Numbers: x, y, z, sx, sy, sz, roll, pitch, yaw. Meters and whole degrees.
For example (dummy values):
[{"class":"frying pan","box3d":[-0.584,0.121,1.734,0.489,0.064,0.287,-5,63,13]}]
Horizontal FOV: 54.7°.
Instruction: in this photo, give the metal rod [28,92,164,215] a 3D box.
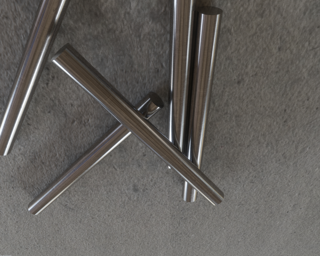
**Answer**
[{"class":"metal rod","box3d":[-0.106,0.049,0.447,0.025,0.025,0.299,35,122,-27]}]

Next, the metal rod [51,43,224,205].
[{"class":"metal rod","box3d":[-0.007,0.014,0.384,0.025,0.025,0.300,-31,124,23]}]

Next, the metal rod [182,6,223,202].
[{"class":"metal rod","box3d":[0.049,-0.003,0.404,0.025,0.025,0.298,0,130,-1]}]

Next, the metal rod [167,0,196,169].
[{"class":"metal rod","box3d":[0.022,-0.062,0.354,0.025,0.025,0.298,0,130,-1]}]

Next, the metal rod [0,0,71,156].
[{"class":"metal rod","box3d":[-0.143,-0.070,0.345,0.025,0.025,0.298,24,126,-20]}]
